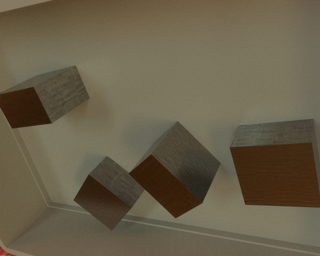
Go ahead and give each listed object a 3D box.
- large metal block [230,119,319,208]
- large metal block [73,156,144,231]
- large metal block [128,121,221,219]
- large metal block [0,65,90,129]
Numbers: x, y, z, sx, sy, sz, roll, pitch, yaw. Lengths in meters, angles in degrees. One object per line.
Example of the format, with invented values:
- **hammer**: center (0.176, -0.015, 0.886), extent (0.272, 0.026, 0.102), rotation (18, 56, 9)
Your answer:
- **large metal block**: center (0.132, 0.040, 0.347), extent (0.080, 0.050, 0.080), rotation (-6, 116, 30)
- **large metal block**: center (-0.081, 0.106, 0.499), extent (0.080, 0.050, 0.080), rotation (38, 129, 2)
- **large metal block**: center (0.021, 0.051, 0.392), extent (0.080, 0.080, 0.050), rotation (44, 129, -3)
- **large metal block**: center (-0.161, -0.043, 0.429), extent (0.080, 0.080, 0.050), rotation (-5, 116, 30)
